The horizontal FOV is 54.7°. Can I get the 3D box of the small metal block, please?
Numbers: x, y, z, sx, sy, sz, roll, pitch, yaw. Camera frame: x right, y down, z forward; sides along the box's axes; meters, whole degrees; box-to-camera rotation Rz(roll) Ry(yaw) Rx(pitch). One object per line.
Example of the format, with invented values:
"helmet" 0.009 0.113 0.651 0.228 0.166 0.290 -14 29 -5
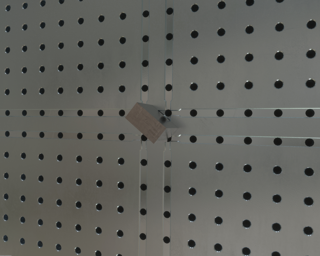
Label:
"small metal block" -0.010 -0.006 0.402 0.050 0.050 0.025 42 103 15
